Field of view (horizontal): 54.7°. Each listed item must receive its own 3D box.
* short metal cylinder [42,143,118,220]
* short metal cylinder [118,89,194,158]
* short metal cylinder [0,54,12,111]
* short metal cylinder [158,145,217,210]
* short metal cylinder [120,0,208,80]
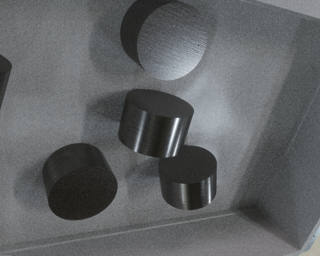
[{"bbox_3d":[-0.099,0.065,0.380,0.081,0.050,0.079,-14,125,-21],"label":"short metal cylinder"},{"bbox_3d":[-0.005,-0.008,0.367,0.081,0.080,0.050,0,118,-29],"label":"short metal cylinder"},{"bbox_3d":[-0.172,-0.040,0.255,0.081,0.080,0.050,12,112,-34],"label":"short metal cylinder"},{"bbox_3d":[0.040,0.069,0.439,0.081,0.080,0.050,-19,126,-18],"label":"short metal cylinder"},{"bbox_3d":[0.004,-0.098,0.335,0.081,0.050,0.079,-14,125,-21],"label":"short metal cylinder"}]
